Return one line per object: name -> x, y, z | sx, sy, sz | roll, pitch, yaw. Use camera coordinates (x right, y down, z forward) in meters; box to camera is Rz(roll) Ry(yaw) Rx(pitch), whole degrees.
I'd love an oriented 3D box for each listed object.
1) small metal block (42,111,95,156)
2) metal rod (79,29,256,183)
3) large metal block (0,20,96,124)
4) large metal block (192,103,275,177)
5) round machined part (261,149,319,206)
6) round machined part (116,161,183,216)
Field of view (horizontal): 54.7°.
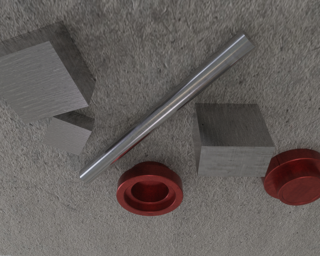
small metal block -> -0.121, 0.004, 0.409 | 0.050, 0.025, 0.050 | 22, 127, -18
metal rod -> -0.009, -0.011, 0.397 | 0.025, 0.025, 0.299 | 36, 122, -26
large metal block -> -0.128, -0.059, 0.339 | 0.080, 0.050, 0.080 | -14, 129, 12
large metal block -> 0.085, 0.013, 0.383 | 0.081, 0.080, 0.050 | 1, 130, -1
round machined part -> 0.207, 0.080, 0.466 | 0.099, 0.042, 0.097 | 0, 130, 0
round machined part -> -0.015, 0.088, 0.471 | 0.099, 0.042, 0.097 | 0, 130, 0
